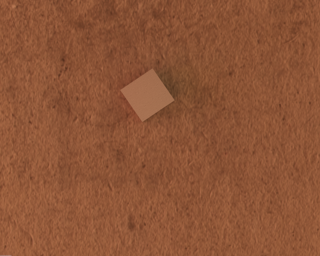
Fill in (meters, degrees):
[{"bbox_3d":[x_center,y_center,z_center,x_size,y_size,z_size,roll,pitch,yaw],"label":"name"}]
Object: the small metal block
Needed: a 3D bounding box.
[{"bbox_3d":[-0.016,-0.042,0.410,0.050,0.025,0.050,-34,90,0],"label":"small metal block"}]
